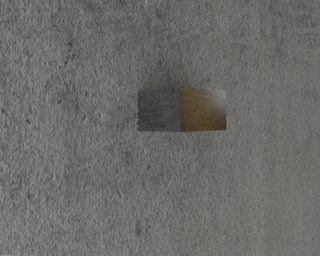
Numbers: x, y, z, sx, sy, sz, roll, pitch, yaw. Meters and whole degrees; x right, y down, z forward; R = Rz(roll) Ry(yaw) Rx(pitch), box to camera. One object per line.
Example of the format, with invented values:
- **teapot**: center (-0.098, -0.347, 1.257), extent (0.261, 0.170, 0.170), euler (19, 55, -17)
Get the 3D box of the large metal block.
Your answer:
- **large metal block**: center (0.027, -0.022, 0.395), extent (0.081, 0.080, 0.050), euler (-2, 92, -40)
